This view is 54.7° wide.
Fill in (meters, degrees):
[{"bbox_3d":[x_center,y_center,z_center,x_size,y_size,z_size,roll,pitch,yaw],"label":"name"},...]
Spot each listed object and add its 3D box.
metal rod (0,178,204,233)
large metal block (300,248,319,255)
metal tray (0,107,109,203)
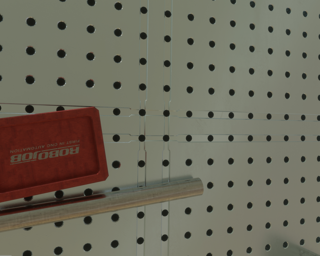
[{"bbox_3d":[-0.086,0.095,0.381,0.303,0.025,0.025,-5,92,-20],"label":"metal rod"},{"bbox_3d":[0.277,0.240,0.488,0.080,0.080,0.050,28,81,-18],"label":"large metal block"},{"bbox_3d":[-0.133,0.028,0.361,0.131,0.030,0.089,-9,93,-20],"label":"metal tray"}]
